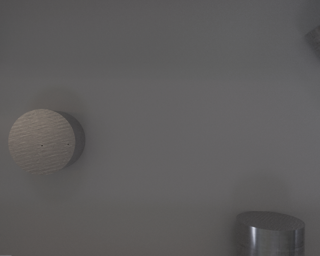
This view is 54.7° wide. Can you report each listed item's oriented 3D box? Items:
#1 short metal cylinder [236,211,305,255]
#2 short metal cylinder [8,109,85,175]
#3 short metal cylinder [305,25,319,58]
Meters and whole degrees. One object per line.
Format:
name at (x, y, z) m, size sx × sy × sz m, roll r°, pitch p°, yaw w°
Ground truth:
short metal cylinder at (0.136, 0.139, 0.385) m, size 0.081 × 0.080 × 0.050 m, roll 1°, pitch 90°, yaw 0°
short metal cylinder at (-0.142, 0.017, 0.398) m, size 0.081 × 0.050 × 0.080 m, roll 0°, pitch 90°, yaw 0°
short metal cylinder at (0.232, -0.120, 0.385) m, size 0.080 × 0.080 × 0.050 m, roll -34°, pitch 90°, yaw 0°
